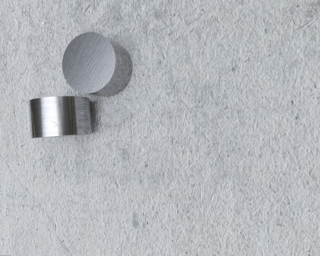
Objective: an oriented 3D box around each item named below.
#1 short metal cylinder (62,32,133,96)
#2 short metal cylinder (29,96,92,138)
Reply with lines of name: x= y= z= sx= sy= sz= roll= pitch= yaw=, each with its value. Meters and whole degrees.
short metal cylinder: x=-0.085 y=-0.085 z=0.426 sx=0.080 sy=0.050 sz=0.080 roll=0 pitch=90 yaw=20
short metal cylinder: x=-0.137 y=-0.013 z=0.428 sx=0.080 sy=0.080 sz=0.050 roll=-5 pitch=89 yaw=20
